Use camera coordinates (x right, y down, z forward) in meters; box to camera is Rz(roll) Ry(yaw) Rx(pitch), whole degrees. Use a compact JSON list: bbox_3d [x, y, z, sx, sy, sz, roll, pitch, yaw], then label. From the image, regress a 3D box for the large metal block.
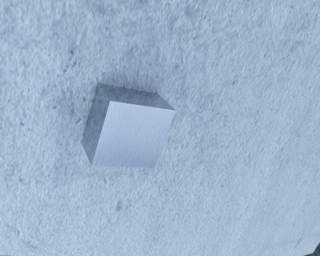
[{"bbox_3d":[-0.039,-0.001,0.368,0.081,0.050,0.080,6,115,-31],"label":"large metal block"}]
